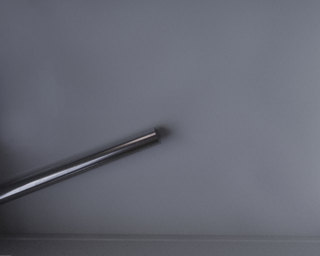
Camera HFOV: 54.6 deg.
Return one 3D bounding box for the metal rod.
[{"bbox_3d":[-0.142,0.064,0.433,0.301,0.025,0.025,-21,109,7],"label":"metal rod"}]
